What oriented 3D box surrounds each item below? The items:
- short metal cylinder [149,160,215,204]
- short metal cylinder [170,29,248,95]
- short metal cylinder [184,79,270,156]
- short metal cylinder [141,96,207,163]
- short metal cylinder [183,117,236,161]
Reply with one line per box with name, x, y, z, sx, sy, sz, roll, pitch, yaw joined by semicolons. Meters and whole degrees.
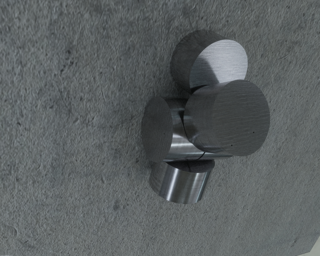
short metal cylinder;0.029;0.059;0.427;0.081;0.080;0.050;0;118;-29
short metal cylinder;0.059;-0.075;0.381;0.081;0.050;0.079;-14;125;-21
short metal cylinder;0.074;-0.010;0.342;0.081;0.050;0.079;0;90;-29
short metal cylinder;0.017;0.002;0.385;0.050;0.080;0.079;1;118;-29
short metal cylinder;0.063;0.003;0.410;0.050;0.080;0.079;1;118;-28
